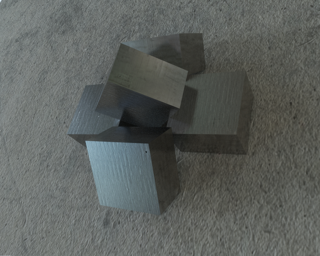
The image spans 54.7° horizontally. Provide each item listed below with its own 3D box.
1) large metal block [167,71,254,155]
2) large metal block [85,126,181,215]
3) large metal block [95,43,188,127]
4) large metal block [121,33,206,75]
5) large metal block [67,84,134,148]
[{"bbox_3d":[0.060,-0.017,0.364,0.080,0.050,0.080,0,62,28],"label":"large metal block"},{"bbox_3d":[-0.028,0.044,0.349,0.080,0.079,0.050,1,19,29],"label":"large metal block"},{"bbox_3d":[-0.024,-0.043,0.365,0.080,0.080,0.050,136,151,-61],"label":"large metal block"},{"bbox_3d":[0.008,-0.096,0.416,0.080,0.080,0.050,0,105,28],"label":"large metal block"},{"bbox_3d":[-0.071,-0.015,0.434,0.080,0.050,0.080,0,62,27],"label":"large metal block"}]
